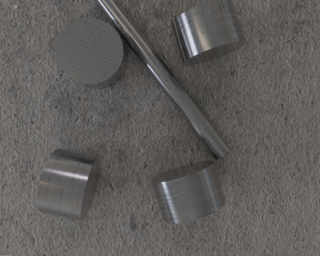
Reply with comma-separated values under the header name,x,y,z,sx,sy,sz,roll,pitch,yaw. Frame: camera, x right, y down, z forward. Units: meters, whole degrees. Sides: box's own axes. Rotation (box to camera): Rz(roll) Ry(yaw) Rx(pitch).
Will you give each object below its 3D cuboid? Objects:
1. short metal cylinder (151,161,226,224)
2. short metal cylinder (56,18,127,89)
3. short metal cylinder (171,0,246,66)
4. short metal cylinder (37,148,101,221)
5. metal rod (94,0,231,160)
name,x,y,z,sx,sy,sz,roll,pitch,yaw
short metal cylinder,0.035,0.077,0.383,0.080,0.080,0.050,-18,90,0
short metal cylinder,-0.084,-0.092,0.397,0.081,0.050,0.079,0,90,0
short metal cylinder,0.059,-0.115,0.383,0.080,0.080,0.050,-18,90,0
short metal cylinder,-0.109,0.069,0.382,0.050,0.080,0.080,12,90,0
metal rod,-0.008,-0.085,0.409,0.025,0.025,0.299,-37,90,0
